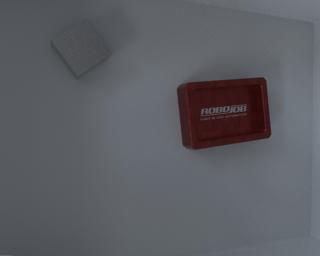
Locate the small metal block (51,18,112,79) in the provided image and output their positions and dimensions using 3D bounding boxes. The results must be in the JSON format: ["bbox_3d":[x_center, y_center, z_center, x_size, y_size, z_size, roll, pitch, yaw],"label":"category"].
[{"bbox_3d":[-0.095,-0.095,0.376,0.050,0.025,0.050,-39,103,-16],"label":"small metal block"}]

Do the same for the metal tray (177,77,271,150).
[{"bbox_3d":[0.094,-0.023,0.443,0.131,0.030,0.089,-7,93,-20],"label":"metal tray"}]
